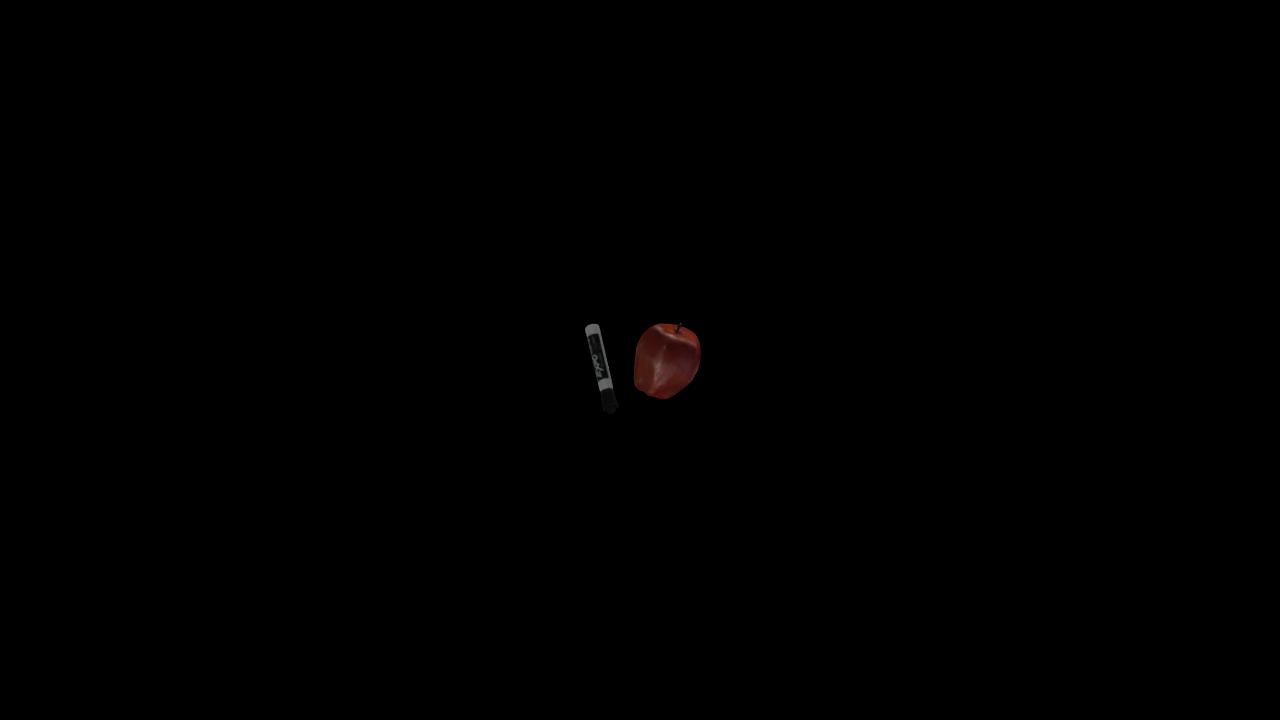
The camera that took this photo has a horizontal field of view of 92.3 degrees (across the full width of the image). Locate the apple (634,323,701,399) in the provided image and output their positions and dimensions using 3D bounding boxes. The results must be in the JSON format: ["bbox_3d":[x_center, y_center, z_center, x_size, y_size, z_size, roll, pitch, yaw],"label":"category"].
[{"bbox_3d":[0.032,-0.001,0.729,0.079,0.093,0.079,20,18,-7],"label":"apple"}]

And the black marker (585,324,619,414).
[{"bbox_3d":[-0.047,0.010,0.750,0.020,0.121,0.020,-12,-29,-6],"label":"black marker"}]
